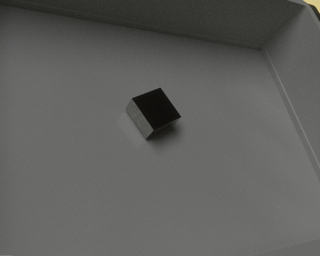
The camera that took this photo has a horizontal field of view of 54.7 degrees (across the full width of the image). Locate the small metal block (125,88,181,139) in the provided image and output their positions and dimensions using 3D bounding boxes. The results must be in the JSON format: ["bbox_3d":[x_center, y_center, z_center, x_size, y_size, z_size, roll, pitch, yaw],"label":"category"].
[{"bbox_3d":[-0.009,-0.020,0.410,0.050,0.025,0.050,-26,76,-37],"label":"small metal block"}]
